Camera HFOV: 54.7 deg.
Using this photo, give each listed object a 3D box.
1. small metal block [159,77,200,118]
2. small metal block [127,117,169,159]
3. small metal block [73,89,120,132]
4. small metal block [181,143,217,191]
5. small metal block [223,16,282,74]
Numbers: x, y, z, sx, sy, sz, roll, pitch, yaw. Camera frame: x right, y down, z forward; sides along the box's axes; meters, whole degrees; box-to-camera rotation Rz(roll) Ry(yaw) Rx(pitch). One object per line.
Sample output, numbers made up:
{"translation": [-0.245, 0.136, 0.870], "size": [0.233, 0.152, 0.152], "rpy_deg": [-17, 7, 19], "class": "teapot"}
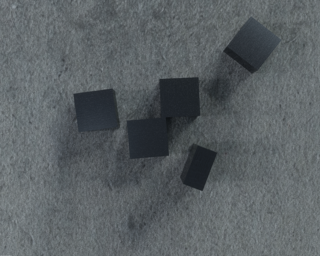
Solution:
{"translation": [0.026, -0.040, 0.410], "size": [0.050, 0.025, 0.050], "rpy_deg": [-3, 90, -1], "class": "small metal block"}
{"translation": [-0.016, 0.013, 0.410], "size": [0.050, 0.025, 0.050], "rpy_deg": [-5, 90, -1], "class": "small metal block"}
{"translation": [-0.083, -0.023, 0.409], "size": [0.050, 0.025, 0.050], "rpy_deg": [-8, 90, -1], "class": "small metal block"}
{"translation": [0.048, 0.048, 0.398], "size": [0.025, 0.050, 0.050], "rpy_deg": [21, 90, 0], "class": "small metal block"}
{"translation": [0.122, -0.109, 0.412], "size": [0.050, 0.025, 0.050], "rpy_deg": [38, 90, -1], "class": "small metal block"}
